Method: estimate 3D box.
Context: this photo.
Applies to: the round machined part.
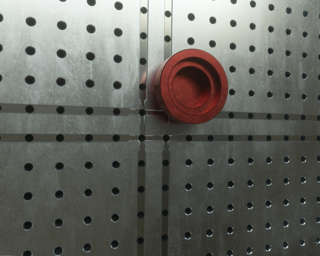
[{"bbox_3d":[0.039,-0.054,0.419,0.099,0.042,0.097,0,90,-21],"label":"round machined part"}]
